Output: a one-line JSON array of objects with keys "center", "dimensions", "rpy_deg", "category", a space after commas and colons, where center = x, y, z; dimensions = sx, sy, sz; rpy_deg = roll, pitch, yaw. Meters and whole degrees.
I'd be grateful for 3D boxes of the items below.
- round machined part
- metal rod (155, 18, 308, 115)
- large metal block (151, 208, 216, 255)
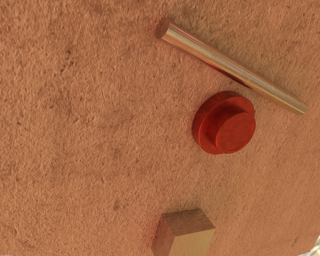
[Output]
[{"center": [0.099, -0.001, 0.452], "dimensions": [0.099, 0.042, 0.097], "rpy_deg": [-14, 125, -21], "category": "round machined part"}, {"center": [0.118, -0.071, 0.429], "dimensions": [0.302, 0.025, 0.025], "rpy_deg": [18, 109, -36], "category": "metal rod"}, {"center": [0.039, 0.190, 0.532], "dimensions": [0.081, 0.050, 0.079], "rpy_deg": [0, 118, -29], "category": "large metal block"}]
